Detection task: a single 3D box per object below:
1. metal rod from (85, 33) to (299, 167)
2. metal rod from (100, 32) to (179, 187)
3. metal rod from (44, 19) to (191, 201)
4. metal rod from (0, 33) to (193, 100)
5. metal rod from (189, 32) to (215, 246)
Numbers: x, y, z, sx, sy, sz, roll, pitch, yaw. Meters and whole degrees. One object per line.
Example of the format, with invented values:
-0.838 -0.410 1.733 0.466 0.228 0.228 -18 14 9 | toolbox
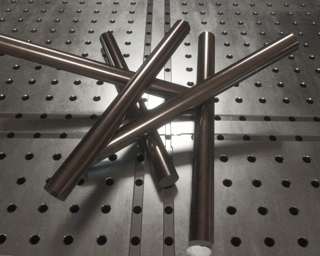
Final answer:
0.036 -0.035 0.381 0.301 0.025 0.025 -30 55 -4 | metal rod
-0.041 -0.047 0.446 0.025 0.025 0.299 -15 52 -13 | metal rod
-0.036 -0.042 0.386 0.025 0.025 0.301 22 58 17 | metal rod
-0.077 -0.076 0.423 0.302 0.025 0.025 15 50 -7 | metal rod
0.056 -0.010 0.391 0.025 0.025 0.300 5 58 3 | metal rod
